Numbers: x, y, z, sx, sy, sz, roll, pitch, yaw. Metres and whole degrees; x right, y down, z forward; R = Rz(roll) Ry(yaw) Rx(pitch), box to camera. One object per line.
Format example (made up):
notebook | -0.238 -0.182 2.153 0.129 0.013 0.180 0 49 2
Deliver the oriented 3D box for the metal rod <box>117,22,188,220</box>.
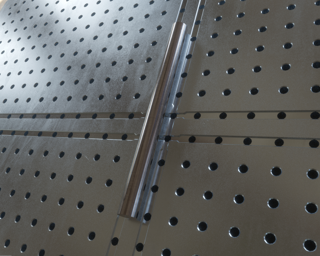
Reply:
metal rod | -0.004 -0.027 0.428 0.025 0.025 0.300 1 62 28
